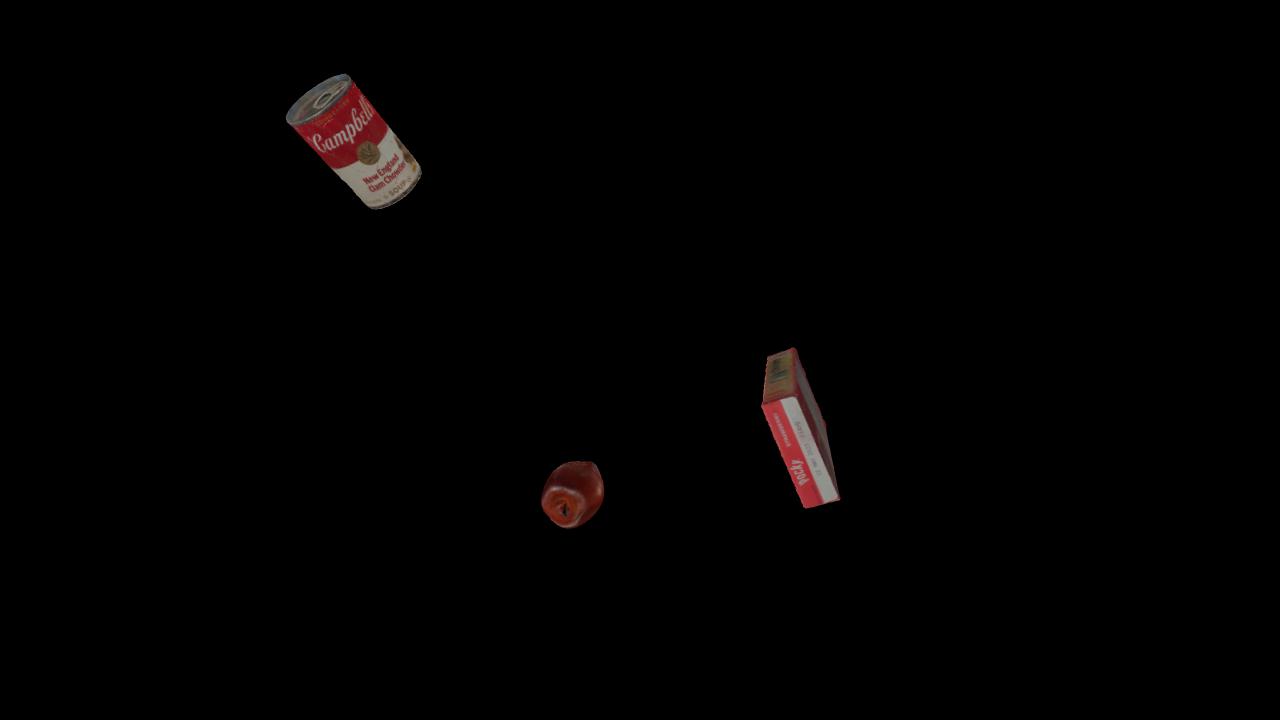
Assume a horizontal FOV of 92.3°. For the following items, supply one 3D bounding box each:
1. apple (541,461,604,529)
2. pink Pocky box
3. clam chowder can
[{"bbox_3d":[-0.082,0.168,0.772,0.079,0.079,0.093,0,19,15],"label":"apple"},{"bbox_3d":[0.127,0.047,0.493,0.029,0.084,0.155,-21,8,17],"label":"pink Pocky box"},{"bbox_3d":[-0.263,-0.200,0.574,0.068,0.068,0.102,0,-34,26],"label":"clam chowder can"}]
